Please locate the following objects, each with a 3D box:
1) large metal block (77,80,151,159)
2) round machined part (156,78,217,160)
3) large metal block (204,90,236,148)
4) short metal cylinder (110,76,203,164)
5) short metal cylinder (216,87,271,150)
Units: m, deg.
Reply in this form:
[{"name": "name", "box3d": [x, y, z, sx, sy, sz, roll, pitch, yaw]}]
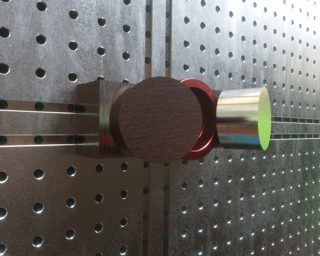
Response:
[{"name": "large metal block", "box3d": [-0.046, -0.008, 0.354, 0.081, 0.050, 0.080, 1, 90, -40]}, {"name": "round machined part", "box3d": [0.028, -0.011, 0.383, 0.099, 0.042, 0.097, 0, 90, -40]}, {"name": "large metal block", "box3d": [0.070, -0.013, 0.451, 0.081, 0.050, 0.080, -1, 91, -40]}, {"name": "short metal cylinder", "box3d": [-0.006, -0.008, 0.306, 0.081, 0.050, 0.079, 0, 91, -19]}, {"name": "short metal cylinder", "box3d": [0.111, -0.012, 0.404, 0.080, 0.050, 0.080, 1, 89, -60]}]
